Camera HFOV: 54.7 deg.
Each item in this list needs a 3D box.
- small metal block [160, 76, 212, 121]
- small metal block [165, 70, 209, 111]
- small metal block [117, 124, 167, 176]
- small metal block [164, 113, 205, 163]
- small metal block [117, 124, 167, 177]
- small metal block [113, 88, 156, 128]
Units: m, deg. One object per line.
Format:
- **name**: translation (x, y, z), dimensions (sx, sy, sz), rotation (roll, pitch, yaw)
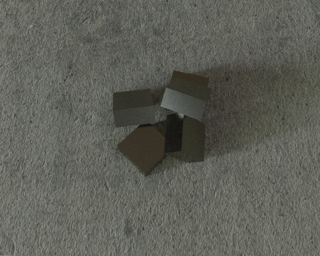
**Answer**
- **small metal block**: translation (0.034, -0.038, 0.383), dimensions (0.050, 0.025, 0.050), rotation (20, 28, 7)
- **small metal block**: translation (0.037, -0.047, 0.427), dimensions (0.050, 0.025, 0.050), rotation (13, 70, 4)
- **small metal block**: translation (-0.018, 0.026, 0.400), dimensions (0.050, 0.025, 0.050), rotation (-43, 76, -14)
- **small metal block**: translation (0.032, 0.013, 0.389), dimensions (0.025, 0.050, 0.050), rotation (-11, 64, 37)
- **small metal block**: translation (-0.018, 0.026, 0.400), dimensions (0.050, 0.025, 0.050), rotation (-43, 76, -14)
- **small metal block**: translation (-0.034, -0.027, 0.406), dimensions (0.050, 0.025, 0.050), rotation (-7, 33, -3)
